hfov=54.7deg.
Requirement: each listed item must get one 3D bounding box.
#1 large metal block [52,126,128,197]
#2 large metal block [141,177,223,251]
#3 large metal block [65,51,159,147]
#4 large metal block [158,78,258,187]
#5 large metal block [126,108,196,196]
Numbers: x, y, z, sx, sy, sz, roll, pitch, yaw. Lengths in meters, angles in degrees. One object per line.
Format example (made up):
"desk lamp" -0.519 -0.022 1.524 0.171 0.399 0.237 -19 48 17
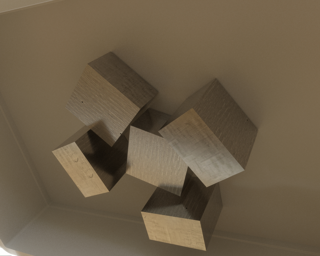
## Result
"large metal block" -0.089 0.038 0.440 0.050 0.080 0.080 -20 108 35
"large metal block" 0.033 0.111 0.422 0.080 0.080 0.050 1 119 27
"large metal block" -0.063 -0.036 0.399 0.080 0.050 0.080 41 129 0
"large metal block" 0.057 0.003 0.342 0.080 0.080 0.050 49 128 -7
"large metal block" 0.006 0.031 0.405 0.080 0.050 0.079 20 126 15
